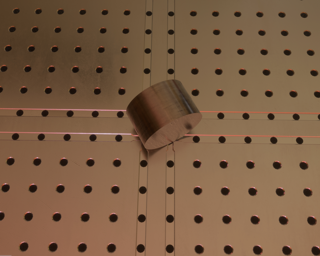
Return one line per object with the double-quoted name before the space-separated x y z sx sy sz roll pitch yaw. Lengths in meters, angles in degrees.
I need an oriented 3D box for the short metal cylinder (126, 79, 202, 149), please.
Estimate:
"short metal cylinder" 0.005 -0.016 0.388 0.080 0.080 0.050 -27 72 -9
